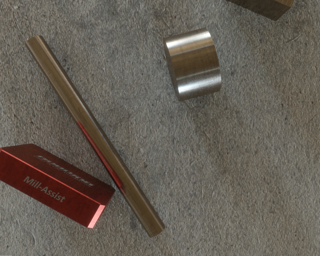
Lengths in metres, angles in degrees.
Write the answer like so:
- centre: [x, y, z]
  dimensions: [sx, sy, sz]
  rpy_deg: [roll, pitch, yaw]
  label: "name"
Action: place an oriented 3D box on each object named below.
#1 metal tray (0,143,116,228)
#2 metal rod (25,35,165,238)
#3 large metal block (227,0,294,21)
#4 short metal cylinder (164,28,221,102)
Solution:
- centre: [-0.123, 0.065, 0.376]
  dimensions: [0.130, 0.090, 0.030]
  rpy_deg: [29, 90, 0]
  label: "metal tray"
- centre: [-0.085, 0.011, 0.409]
  dimensions: [0.025, 0.025, 0.299]
  rpy_deg: [-33, 90, 0]
  label: "metal rod"
- centre: [0.137, -0.198, 0.398]
  dimensions: [0.080, 0.050, 0.080]
  rpy_deg: [23, 90, 0]
  label: "large metal block"
- centre: [0.038, -0.077, 0.383]
  dimensions: [0.050, 0.080, 0.080]
  rpy_deg: [-15, 90, 0]
  label: "short metal cylinder"
